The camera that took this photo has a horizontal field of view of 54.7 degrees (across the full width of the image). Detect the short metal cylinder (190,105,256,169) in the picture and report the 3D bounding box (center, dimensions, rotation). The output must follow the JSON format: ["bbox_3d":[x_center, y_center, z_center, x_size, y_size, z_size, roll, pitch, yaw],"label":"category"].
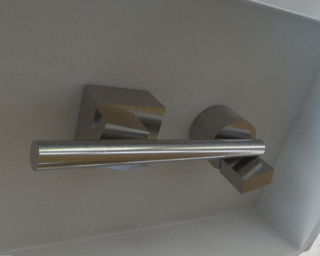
[{"bbox_3d":[0.091,0.013,0.450,0.081,0.050,0.079,-14,125,-21],"label":"short metal cylinder"}]

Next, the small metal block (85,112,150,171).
[{"bbox_3d":[-0.047,0.015,0.327,0.050,0.025,0.050,14,111,-34],"label":"small metal block"}]

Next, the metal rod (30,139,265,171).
[{"bbox_3d":[0.018,0.025,0.342,0.302,0.025,0.025,1,118,-38],"label":"metal rod"}]

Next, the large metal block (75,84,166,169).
[{"bbox_3d":[-0.049,-0.001,0.363,0.081,0.050,0.079,3,117,-30],"label":"large metal block"}]

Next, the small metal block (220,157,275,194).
[{"bbox_3d":[0.119,0.059,0.428,0.050,0.050,0.025,-14,124,-21],"label":"small metal block"}]
